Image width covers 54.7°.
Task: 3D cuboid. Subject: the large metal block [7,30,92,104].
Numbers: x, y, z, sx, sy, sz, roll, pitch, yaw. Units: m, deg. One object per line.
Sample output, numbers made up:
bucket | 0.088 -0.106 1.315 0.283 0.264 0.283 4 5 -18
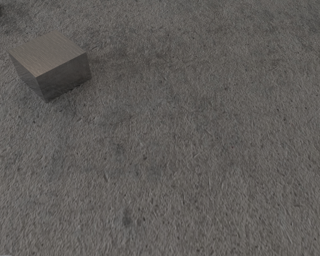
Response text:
large metal block | -0.163 -0.094 0.465 0.080 0.050 0.080 -37 59 -27
